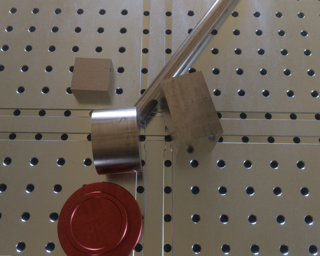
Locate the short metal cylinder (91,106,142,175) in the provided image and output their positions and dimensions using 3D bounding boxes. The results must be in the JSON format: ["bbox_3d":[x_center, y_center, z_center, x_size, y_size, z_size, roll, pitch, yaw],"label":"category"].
[{"bbox_3d":[-0.050,0.015,0.376,0.050,0.080,0.080,-5,70,-2],"label":"short metal cylinder"}]

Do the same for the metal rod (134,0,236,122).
[{"bbox_3d":[0.054,-0.132,0.460,0.025,0.025,0.300,33,73,11],"label":"metal rod"}]

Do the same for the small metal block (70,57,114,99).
[{"bbox_3d":[-0.094,-0.070,0.436,0.050,0.025,0.050,3,70,0],"label":"small metal block"}]

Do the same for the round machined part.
[{"bbox_3d":[-0.070,0.111,0.361,0.099,0.042,0.098,0,70,-1],"label":"round machined part"}]

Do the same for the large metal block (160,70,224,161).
[{"bbox_3d":[0.035,-0.012,0.388,0.050,0.080,0.080,-14,71,-5],"label":"large metal block"}]
